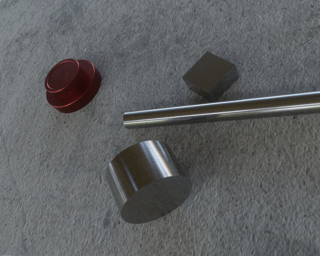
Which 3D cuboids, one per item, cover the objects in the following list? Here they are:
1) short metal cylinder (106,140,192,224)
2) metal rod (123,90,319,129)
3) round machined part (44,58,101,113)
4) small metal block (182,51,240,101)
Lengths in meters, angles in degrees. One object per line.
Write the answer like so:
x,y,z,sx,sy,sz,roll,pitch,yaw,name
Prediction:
-0.013,0.059,0.338,0.080,0.080,0.050,-35,52,5,short metal cylinder
0.091,-0.022,0.368,0.301,0.025,0.025,-5,60,25,metal rod
-0.151,-0.077,0.517,0.098,0.042,0.098,-13,56,20,round machined part
0.067,-0.067,0.409,0.050,0.025,0.050,-47,52,-5,small metal block
